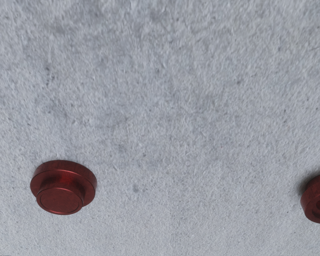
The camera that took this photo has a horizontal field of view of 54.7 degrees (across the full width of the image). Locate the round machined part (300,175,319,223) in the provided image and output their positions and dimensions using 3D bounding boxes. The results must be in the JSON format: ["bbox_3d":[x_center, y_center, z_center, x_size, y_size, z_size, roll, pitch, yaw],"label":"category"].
[{"bbox_3d":[0.274,0.107,0.492,0.099,0.042,0.097,-1,130,0],"label":"round machined part"}]

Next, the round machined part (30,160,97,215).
[{"bbox_3d":[-0.150,0.098,0.477,0.099,0.042,0.097,-1,130,0],"label":"round machined part"}]
